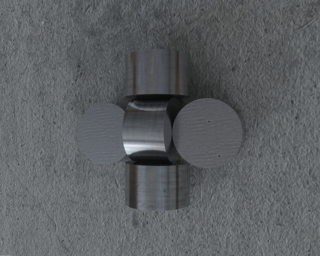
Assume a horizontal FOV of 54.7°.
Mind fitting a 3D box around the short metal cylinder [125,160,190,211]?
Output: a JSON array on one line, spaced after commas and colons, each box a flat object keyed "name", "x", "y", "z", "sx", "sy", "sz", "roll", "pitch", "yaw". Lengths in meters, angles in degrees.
[{"name": "short metal cylinder", "x": -0.003, "y": 0.067, "z": 0.383, "sx": 0.080, "sy": 0.080, "sz": 0.050, "roll": 0, "pitch": 90, "yaw": 20}]

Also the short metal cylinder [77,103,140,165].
[{"name": "short metal cylinder", "x": -0.063, "y": 0.007, "z": 0.419, "sx": 0.080, "sy": 0.050, "sz": 0.080, "roll": 0, "pitch": 90, "yaw": 19}]

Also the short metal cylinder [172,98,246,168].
[{"name": "short metal cylinder", "x": 0.061, "y": 0.006, "z": 0.375, "sx": 0.080, "sy": 0.050, "sz": 0.080, "roll": 0, "pitch": 90, "yaw": 20}]

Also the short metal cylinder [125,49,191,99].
[{"name": "short metal cylinder", "x": -0.002, "y": -0.063, "z": 0.382, "sx": 0.080, "sy": 0.080, "sz": 0.050, "roll": 0, "pitch": 90, "yaw": 20}]

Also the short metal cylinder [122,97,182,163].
[{"name": "short metal cylinder", "x": -0.006, "y": 0.002, "z": 0.383, "sx": 0.050, "sy": 0.080, "sz": 0.080, "roll": 1, "pitch": 90, "yaw": 20}]
